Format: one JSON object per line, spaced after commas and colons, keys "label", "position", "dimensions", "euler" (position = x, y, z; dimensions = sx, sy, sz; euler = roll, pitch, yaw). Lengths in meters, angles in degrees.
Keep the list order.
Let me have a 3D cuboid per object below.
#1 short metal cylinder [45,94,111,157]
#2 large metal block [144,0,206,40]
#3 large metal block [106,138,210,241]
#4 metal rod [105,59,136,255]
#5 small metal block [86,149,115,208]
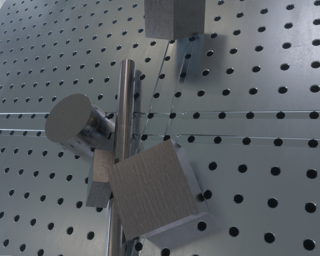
{"label": "short metal cylinder", "position": [-0.120, -0.004, 0.457], "dimensions": [0.080, 0.050, 0.080], "euler": [-13, 56, 21]}
{"label": "large metal block", "position": [0.023, -0.174, 0.447], "dimensions": [0.050, 0.079, 0.081], "euler": [17, 30, 35]}
{"label": "large metal block", "position": [-0.003, 0.069, 0.340], "dimensions": [0.080, 0.050, 0.080], "euler": [-26, 67, 12]}
{"label": "metal rod", "position": [-0.050, 0.026, 0.418], "dimensions": [0.025, 0.025, 0.299], "euler": [-14, 56, 20]}
{"label": "small metal block", "position": [-0.074, 0.063, 0.384], "dimensions": [0.025, 0.050, 0.050], "euler": [9, 40, -16]}
